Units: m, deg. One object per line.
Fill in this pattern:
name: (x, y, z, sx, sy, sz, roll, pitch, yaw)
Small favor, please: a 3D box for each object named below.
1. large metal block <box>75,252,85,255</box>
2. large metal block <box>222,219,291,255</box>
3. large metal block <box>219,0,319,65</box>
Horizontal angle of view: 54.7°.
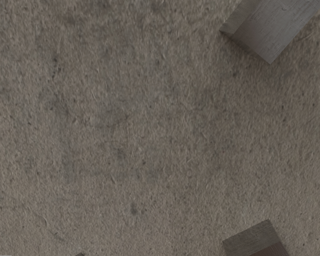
large metal block: (-0.123, 0.256, 0.473, 0.050, 0.080, 0.080, -34, 107, 11)
large metal block: (0.154, 0.200, 0.472, 0.080, 0.050, 0.080, -30, 108, 10)
large metal block: (0.117, -0.122, 0.337, 0.050, 0.080, 0.080, 35, 106, -12)
